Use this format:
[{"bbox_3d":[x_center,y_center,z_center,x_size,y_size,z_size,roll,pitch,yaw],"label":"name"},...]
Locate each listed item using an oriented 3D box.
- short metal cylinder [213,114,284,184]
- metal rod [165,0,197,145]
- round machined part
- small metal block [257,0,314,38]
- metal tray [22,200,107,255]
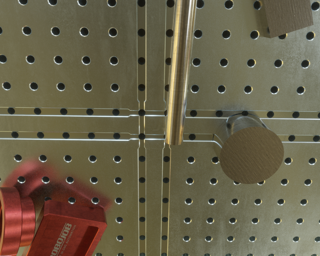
[{"bbox_3d":[0.115,0.027,0.412,0.081,0.050,0.079,0,110,-1],"label":"short metal cylinder"},{"bbox_3d":[0.029,-0.121,0.369,0.025,0.025,0.298,3,110,-2],"label":"metal rod"},{"bbox_3d":[-0.204,0.131,0.429,0.042,0.098,0.097,6,114,-38],"label":"round machined part"},{"bbox_3d":[0.146,-0.139,0.364,0.050,0.025,0.050,-17,110,5],"label":"small metal block"},{"bbox_3d":[-0.145,0.173,0.459,0.091,0.030,0.129,19,110,-25],"label":"metal tray"}]
